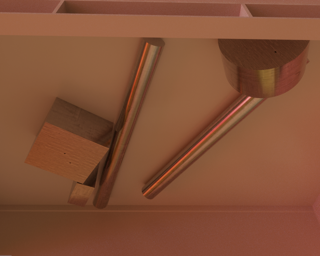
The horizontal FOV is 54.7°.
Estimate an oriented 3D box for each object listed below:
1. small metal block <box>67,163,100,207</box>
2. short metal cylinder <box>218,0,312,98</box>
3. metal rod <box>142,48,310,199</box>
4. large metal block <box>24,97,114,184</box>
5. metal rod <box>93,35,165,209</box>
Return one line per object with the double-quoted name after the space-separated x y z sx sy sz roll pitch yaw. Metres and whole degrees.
-0.113 0.080 0.459 0.025 0.050 0.050 20 127 -17 "small metal block"
0.101 -0.076 0.301 0.080 0.080 0.050 -15 152 12 "short metal cylinder"
0.069 0.011 0.419 0.025 0.025 0.299 29 124 -23 "metal rod"
-0.118 0.019 0.407 0.080 0.050 0.080 26 125 -21 "large metal block"
-0.053 0.015 0.420 0.025 0.025 0.298 14 129 -12 "metal rod"
